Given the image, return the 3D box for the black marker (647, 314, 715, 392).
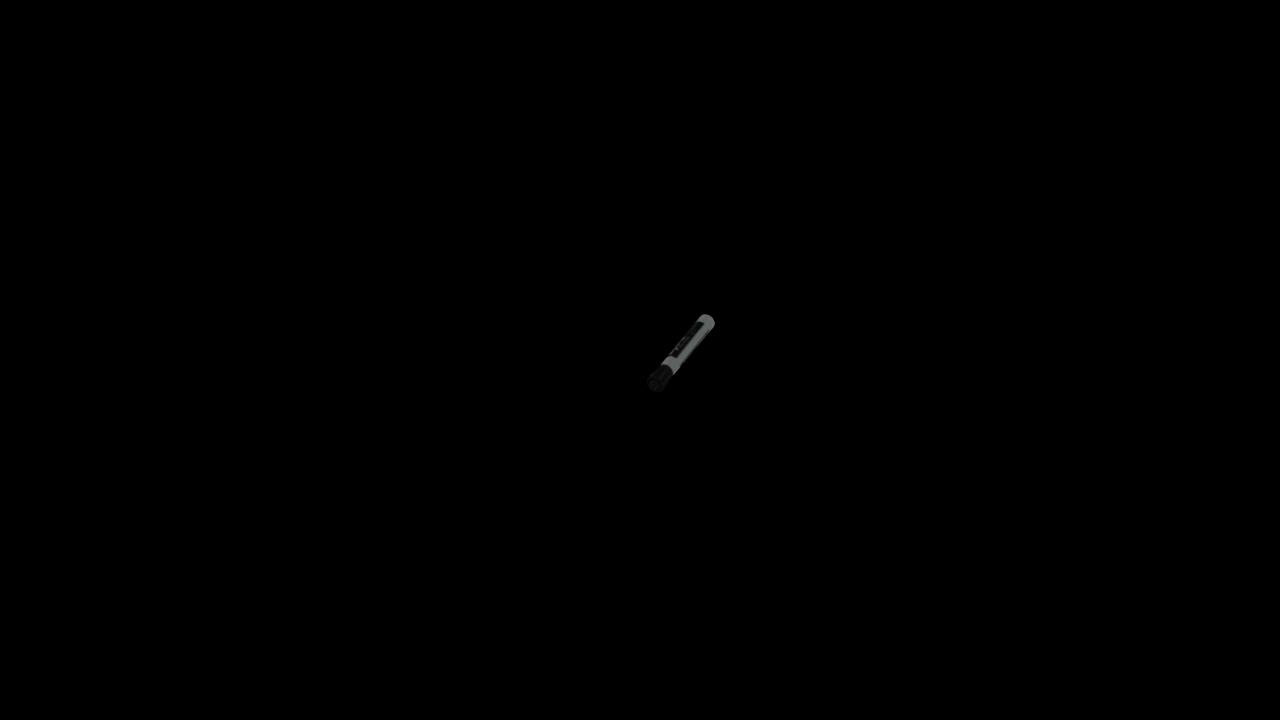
[{"bbox_3d":[0.043,-0.008,0.632,0.020,0.020,0.121,0,35,39],"label":"black marker"}]
